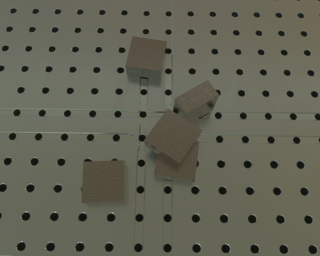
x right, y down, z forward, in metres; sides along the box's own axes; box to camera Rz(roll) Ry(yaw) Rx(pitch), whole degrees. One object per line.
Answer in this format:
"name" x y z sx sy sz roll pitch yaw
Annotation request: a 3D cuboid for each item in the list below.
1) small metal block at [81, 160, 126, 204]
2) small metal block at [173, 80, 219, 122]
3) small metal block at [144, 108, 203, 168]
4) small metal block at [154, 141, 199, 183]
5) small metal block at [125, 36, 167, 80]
"small metal block" -0.069 0.068 0.386 0.050 0.025 0.050 -2 70 -1
"small metal block" 0.046 -0.031 0.410 0.050 0.050 0.025 -30 73 -11
"small metal block" 0.016 0.013 0.381 0.050 0.025 0.050 33 73 11
"small metal block" 0.021 0.041 0.397 0.050 0.025 0.050 8 70 2
"small metal block" -0.019 -0.101 0.449 0.050 0.025 0.050 9 70 3
